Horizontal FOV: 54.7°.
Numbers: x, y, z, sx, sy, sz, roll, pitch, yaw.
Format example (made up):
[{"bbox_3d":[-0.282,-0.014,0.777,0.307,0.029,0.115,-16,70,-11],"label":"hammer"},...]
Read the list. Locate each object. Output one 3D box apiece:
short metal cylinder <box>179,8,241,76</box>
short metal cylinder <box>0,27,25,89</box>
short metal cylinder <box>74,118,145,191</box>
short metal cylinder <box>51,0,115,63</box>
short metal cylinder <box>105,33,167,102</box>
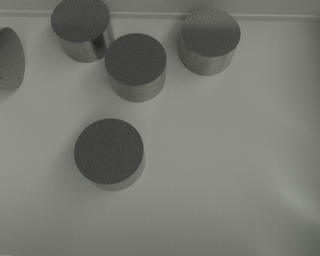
[{"bbox_3d":[0.069,-0.122,0.442,0.081,0.050,0.080,0,70,0],"label":"short metal cylinder"},{"bbox_3d":[-0.222,-0.092,0.411,0.050,0.080,0.080,-1,70,-1],"label":"short metal cylinder"},{"bbox_3d":[-0.059,0.034,0.383,0.081,0.050,0.080,0,70,0],"label":"short metal cylinder"},{"bbox_3d":[-0.109,-0.142,0.447,0.081,0.050,0.080,0,70,0],"label":"short metal cylinder"},{"bbox_3d":[-0.032,-0.082,0.426,0.081,0.050,0.080,0,70,0],"label":"short metal cylinder"}]
